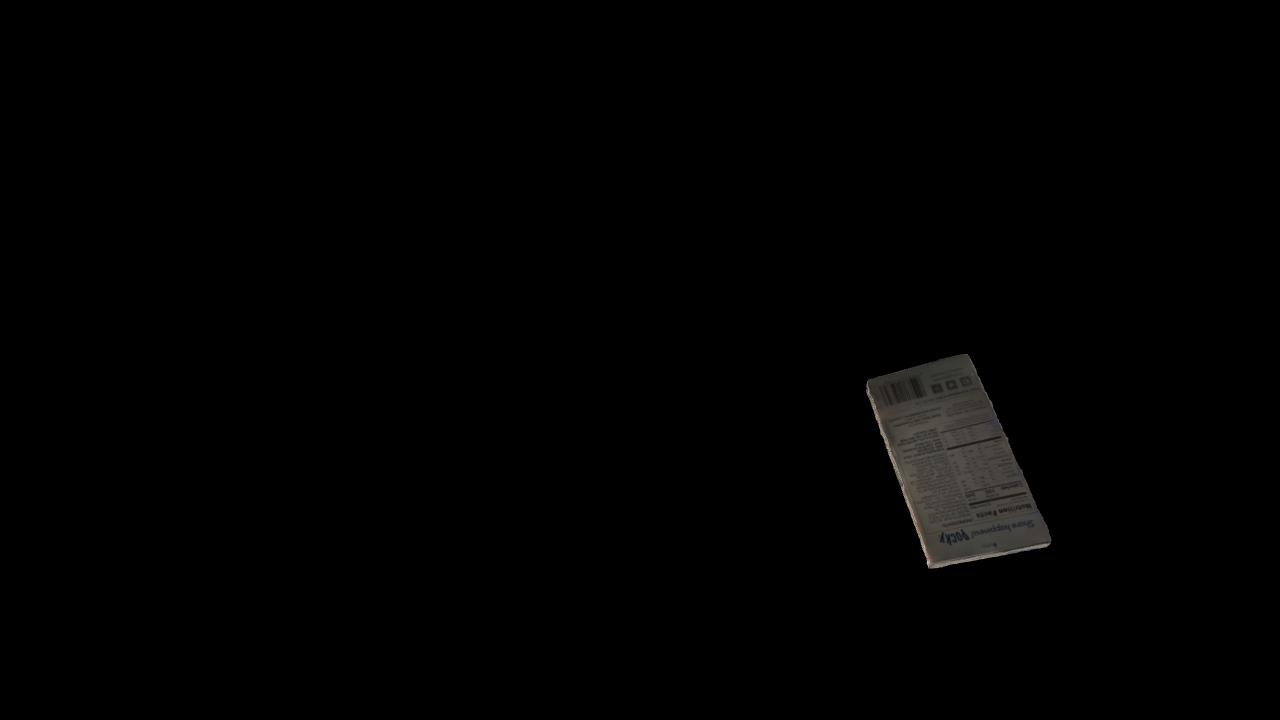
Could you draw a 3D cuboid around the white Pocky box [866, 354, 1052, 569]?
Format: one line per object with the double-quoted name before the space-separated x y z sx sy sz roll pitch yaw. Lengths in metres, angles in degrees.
"white Pocky box" 0.241 0.076 0.480 0.084 0.154 0.028 -16 -29 13
